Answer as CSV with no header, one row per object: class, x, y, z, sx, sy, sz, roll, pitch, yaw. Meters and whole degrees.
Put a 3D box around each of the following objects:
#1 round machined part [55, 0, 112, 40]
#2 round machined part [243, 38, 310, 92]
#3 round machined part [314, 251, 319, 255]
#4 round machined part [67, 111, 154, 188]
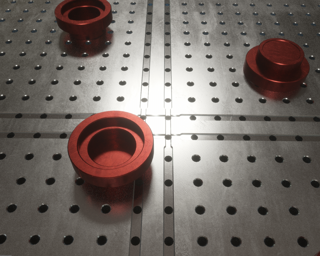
round machined part,-0.135,-0.195,0.559,0.099,0.042,0.098,0,50,0
round machined part,0.185,-0.105,0.487,0.099,0.042,0.098,0,50,0
round machined part,0.176,0.153,0.271,0.099,0.042,0.098,0,50,0
round machined part,-0.056,0.029,0.372,0.099,0.042,0.098,0,50,0
